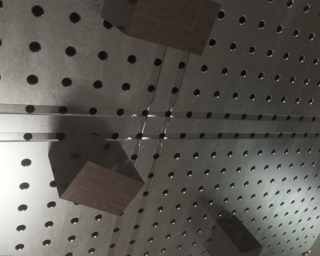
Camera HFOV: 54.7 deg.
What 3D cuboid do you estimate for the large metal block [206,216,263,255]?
[{"bbox_3d":[0.141,0.234,0.601,0.050,0.080,0.079,-3,120,-27],"label":"large metal block"}]

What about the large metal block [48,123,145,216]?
[{"bbox_3d":[-0.076,0.049,0.365,0.080,0.080,0.050,31,101,-38],"label":"large metal block"}]

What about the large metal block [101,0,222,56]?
[{"bbox_3d":[-0.002,-0.115,0.304,0.081,0.080,0.050,6,115,-32],"label":"large metal block"}]
